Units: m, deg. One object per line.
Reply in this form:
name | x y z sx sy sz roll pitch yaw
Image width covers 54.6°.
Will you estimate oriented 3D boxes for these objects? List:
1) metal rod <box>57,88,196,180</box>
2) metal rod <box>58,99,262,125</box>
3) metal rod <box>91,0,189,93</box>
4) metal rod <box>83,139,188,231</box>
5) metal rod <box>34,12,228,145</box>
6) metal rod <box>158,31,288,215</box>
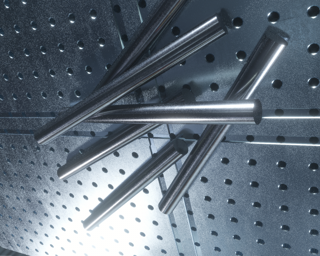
metal rod | -0.068 0.022 0.461 0.299 0.025 0.025 -30 102 37
metal rod | -0.026 -0.018 0.387 0.300 0.025 0.025 1 119 37
metal rod | 0.001 -0.120 0.336 0.025 0.025 0.299 45 129 -3
metal rod | -0.055 0.106 0.506 0.025 0.025 0.299 44 129 -2
metal rod | -0.055 -0.046 0.384 0.299 0.025 0.025 -27 104 28
metal rod | 0.061 0.019 0.391 0.025 0.025 0.298 32 129 7
